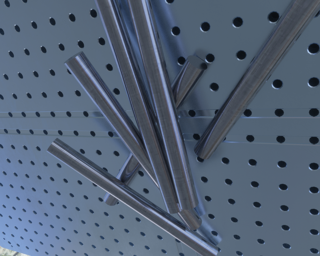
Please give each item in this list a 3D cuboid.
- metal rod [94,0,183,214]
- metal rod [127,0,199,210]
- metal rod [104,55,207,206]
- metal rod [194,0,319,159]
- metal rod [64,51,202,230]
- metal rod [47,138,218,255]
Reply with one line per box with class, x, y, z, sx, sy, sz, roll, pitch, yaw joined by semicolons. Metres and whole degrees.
metal rod;-0.024;-0.032;0.378;0.025;0.025;0.299;-10;105;32
metal rod;0.001;-0.044;0.354;0.025;0.025;0.298;-6;107;31
metal rod;-0.021;0.025;0.438;0.025;0.025;0.298;36;129;4
metal rod;0.110;-0.072;0.308;0.025;0.025;0.298;33;129;6
metal rod;-0.022;0.033;0.411;0.025;0.025;0.300;-15;121;34
metal rod;-0.037;0.112;0.473;0.301;0.025;0.025;36;130;-7
